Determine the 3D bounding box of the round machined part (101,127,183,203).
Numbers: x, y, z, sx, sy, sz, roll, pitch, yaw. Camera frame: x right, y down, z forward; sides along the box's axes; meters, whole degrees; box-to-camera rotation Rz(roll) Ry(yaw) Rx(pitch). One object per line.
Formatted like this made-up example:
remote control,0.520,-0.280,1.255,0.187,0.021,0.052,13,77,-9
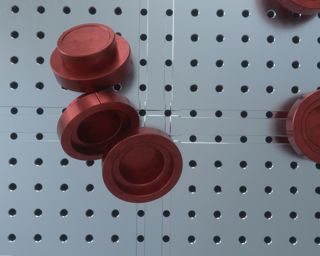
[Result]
round machined part,-0.024,0.043,0.392,0.099,0.042,0.097,-5,115,-12

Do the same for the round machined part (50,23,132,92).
round machined part,-0.085,-0.091,0.377,0.099,0.042,0.098,-2,49,3

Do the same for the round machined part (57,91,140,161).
round machined part,-0.079,-0.007,0.386,0.098,0.098,0.042,-33,54,0

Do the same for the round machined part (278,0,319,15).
round machined part,0.193,-0.197,0.407,0.099,0.042,0.097,0,90,-1

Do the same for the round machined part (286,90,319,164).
round machined part,0.214,-0.002,0.408,0.099,0.042,0.097,0,90,-1
